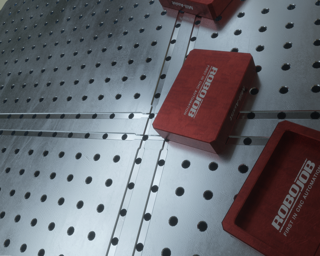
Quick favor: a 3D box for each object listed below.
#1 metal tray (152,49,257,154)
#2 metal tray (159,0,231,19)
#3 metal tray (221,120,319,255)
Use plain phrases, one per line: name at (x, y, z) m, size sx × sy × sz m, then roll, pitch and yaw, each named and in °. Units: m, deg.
metal tray at (0.058, -0.040, 0.400) m, size 0.090 × 0.030 × 0.130 m, roll 15°, pitch 69°, yaw 34°
metal tray at (0.065, -0.236, 0.516) m, size 0.130 × 0.030 × 0.090 m, roll 32°, pitch 80°, yaw 38°
metal tray at (0.131, 0.064, 0.297) m, size 0.090 × 0.030 × 0.130 m, roll 24°, pitch 75°, yaw 36°
